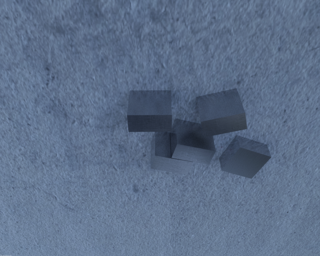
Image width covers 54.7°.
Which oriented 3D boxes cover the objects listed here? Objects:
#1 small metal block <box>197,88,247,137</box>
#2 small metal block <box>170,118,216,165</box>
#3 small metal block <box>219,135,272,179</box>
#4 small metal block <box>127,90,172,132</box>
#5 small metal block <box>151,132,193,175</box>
[{"bbox_3d":[0.074,-0.019,0.376,0.050,0.050,0.025,-12,129,9],"label":"small metal block"},{"bbox_3d":[0.042,0.017,0.406,0.050,0.050,0.025,11,129,-10],"label":"small metal block"},{"bbox_3d":[0.121,0.042,0.445,0.050,0.025,0.050,17,128,-15],"label":"small metal block"},{"bbox_3d":[-0.012,-0.021,0.373,0.050,0.050,0.025,0,130,0],"label":"small metal block"},{"bbox_3d":[0.015,0.032,0.419,0.050,0.050,0.025,11,129,-9],"label":"small metal block"}]
